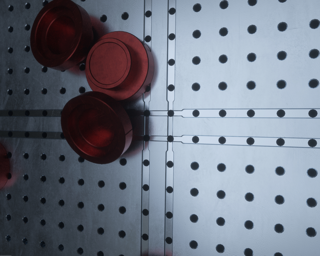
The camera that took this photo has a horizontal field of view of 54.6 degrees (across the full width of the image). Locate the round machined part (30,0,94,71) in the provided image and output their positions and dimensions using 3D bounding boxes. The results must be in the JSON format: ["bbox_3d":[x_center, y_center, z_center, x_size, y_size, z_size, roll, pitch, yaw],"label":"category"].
[{"bbox_3d":[-0.136,-0.130,0.447,0.098,0.042,0.098,-3,84,27],"label":"round machined part"}]

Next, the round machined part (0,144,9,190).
[{"bbox_3d":[-0.303,0.065,0.512,0.098,0.042,0.097,0,90,20],"label":"round machined part"}]

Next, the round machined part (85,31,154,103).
[{"bbox_3d":[-0.061,-0.085,0.426,0.098,0.042,0.097,0,90,20],"label":"round machined part"}]

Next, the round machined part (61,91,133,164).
[{"bbox_3d":[-0.081,-0.004,0.421,0.098,0.042,0.097,9,116,20],"label":"round machined part"}]
